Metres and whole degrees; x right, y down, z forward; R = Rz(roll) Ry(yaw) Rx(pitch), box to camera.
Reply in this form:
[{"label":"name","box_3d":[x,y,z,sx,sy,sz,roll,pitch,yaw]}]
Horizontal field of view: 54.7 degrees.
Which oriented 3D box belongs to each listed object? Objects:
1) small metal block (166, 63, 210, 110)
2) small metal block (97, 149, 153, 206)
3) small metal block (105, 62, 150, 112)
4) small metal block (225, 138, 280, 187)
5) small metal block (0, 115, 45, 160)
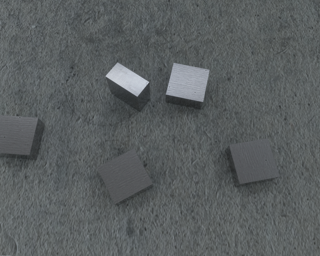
[{"label":"small metal block","box_3d":[0.038,-0.058,0.429,0.050,0.025,0.050,12,70,4]},{"label":"small metal block","box_3d":[-0.043,0.062,0.385,0.050,0.025,0.050,-27,72,-10]},{"label":"small metal block","box_3d":[-0.041,-0.053,0.414,0.050,0.050,0.025,33,74,11]},{"label":"small metal block","box_3d":[0.116,0.044,0.393,0.050,0.025,0.050,-10,70,-4]},{"label":"small metal block","box_3d":[-0.184,0.012,0.402,0.050,0.025,0.050,5,70,1]}]
